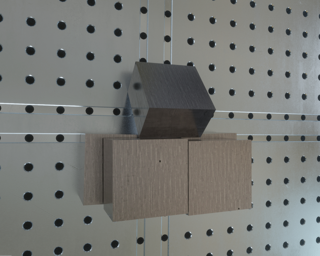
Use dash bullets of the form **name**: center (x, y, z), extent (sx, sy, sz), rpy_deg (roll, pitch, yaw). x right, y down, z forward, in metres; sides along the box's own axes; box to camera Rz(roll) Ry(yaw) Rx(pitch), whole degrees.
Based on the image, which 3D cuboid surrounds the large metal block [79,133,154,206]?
- **large metal block**: center (-0.055, 0.047, 0.380), extent (0.081, 0.050, 0.079), rpy_deg (2, 90, -21)

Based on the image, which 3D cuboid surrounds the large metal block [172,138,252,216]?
- **large metal block**: center (0.060, 0.053, 0.367), extent (0.081, 0.050, 0.079), rpy_deg (0, 90, -21)

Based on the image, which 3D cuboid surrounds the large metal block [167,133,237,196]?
- **large metal block**: center (0.056, 0.047, 0.421), extent (0.081, 0.050, 0.079), rpy_deg (-1, 91, -20)

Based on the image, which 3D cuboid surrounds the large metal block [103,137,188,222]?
- **large metal block**: center (-0.017, 0.051, 0.338), extent (0.081, 0.050, 0.079), rpy_deg (0, 90, -21)

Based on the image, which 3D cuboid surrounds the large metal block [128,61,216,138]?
- **large metal block**: center (0.011, -0.034, 0.382), extent (0.081, 0.050, 0.080), rpy_deg (0, 48, -21)
